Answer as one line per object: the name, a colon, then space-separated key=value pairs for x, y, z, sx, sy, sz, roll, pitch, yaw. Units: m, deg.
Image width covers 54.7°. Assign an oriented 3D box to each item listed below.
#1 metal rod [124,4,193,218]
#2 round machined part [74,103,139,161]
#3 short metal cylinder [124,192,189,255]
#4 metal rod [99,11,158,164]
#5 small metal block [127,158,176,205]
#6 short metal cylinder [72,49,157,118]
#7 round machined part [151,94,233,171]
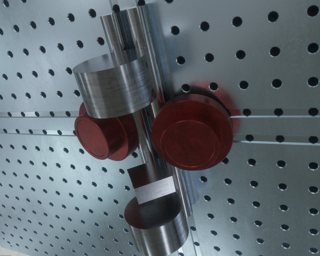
metal rod: x=0.005 y=-0.003 z=0.406 sx=0.025 sy=0.025 sz=0.298 roll=1 pitch=119 yaw=28
round machined part: x=-0.080 y=0.005 z=0.430 sx=0.098 sy=0.042 sz=0.097 roll=24 pitch=132 yaw=30
short metal cylinder: x=-0.004 y=0.129 z=0.430 sx=0.080 sy=0.080 sz=0.050 roll=1 pitch=119 yaw=28
metal rod: x=-0.026 y=-0.002 z=0.423 sx=0.025 sy=0.025 sz=0.298 roll=1 pitch=119 yaw=28
small metal block: x=-0.013 y=0.070 z=0.415 sx=0.050 sy=0.050 sz=0.025 roll=-17 pitch=116 yaw=-10
short metal cylinder: x=-0.048 y=-0.051 z=0.341 sx=0.080 sy=0.080 sz=0.050 roll=1 pitch=119 yaw=28
round machined part: x=0.037 y=0.012 z=0.371 sx=0.098 sy=0.042 sz=0.097 roll=4 pitch=118 yaw=9
